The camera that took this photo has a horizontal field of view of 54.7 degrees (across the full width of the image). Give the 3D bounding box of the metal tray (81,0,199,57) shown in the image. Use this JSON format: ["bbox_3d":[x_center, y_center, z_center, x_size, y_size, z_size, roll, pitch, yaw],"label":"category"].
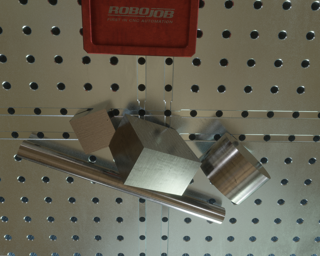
[{"bbox_3d":[-0.022,-0.132,0.361,0.131,0.030,0.089,2,110,-1],"label":"metal tray"}]

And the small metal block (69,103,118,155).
[{"bbox_3d":[-0.084,0.001,0.413,0.050,0.025,0.050,-19,109,6],"label":"small metal block"}]

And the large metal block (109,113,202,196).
[{"bbox_3d":[-0.009,0.032,0.383,0.081,0.080,0.050,18,111,-30],"label":"large metal block"}]

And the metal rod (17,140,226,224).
[{"bbox_3d":[-0.048,0.080,0.442,0.302,0.025,0.025,20,109,-8],"label":"metal rod"}]

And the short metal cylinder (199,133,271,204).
[{"bbox_3d":[0.096,0.052,0.405,0.080,0.080,0.050,40,105,-14],"label":"short metal cylinder"}]
